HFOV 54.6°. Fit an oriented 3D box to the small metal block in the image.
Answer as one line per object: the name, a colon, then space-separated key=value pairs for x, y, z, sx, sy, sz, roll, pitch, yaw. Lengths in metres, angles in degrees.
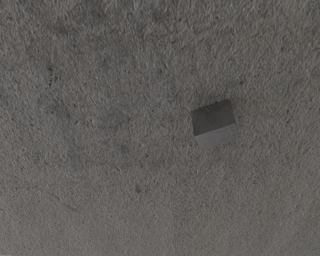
small metal block: x=0.068 y=-0.005 z=0.387 sx=0.050 sy=0.050 sz=0.025 roll=-19 pitch=128 yaw=15
